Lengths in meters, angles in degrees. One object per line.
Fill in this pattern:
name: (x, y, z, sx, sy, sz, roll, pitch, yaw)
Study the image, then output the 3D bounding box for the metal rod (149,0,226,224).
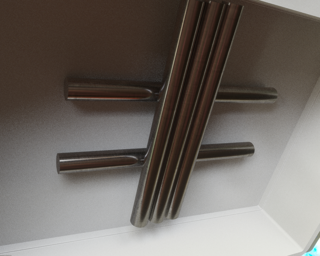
metal rod: (0.025, -0.001, 0.386, 0.025, 0.025, 0.298, -1, 119, -28)

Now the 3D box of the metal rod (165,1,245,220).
metal rod: (0.047, -0.003, 0.397, 0.025, 0.025, 0.298, -1, 119, -28)

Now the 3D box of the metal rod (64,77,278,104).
metal rod: (0.034, -0.045, 0.398, 0.303, 0.025, 0.025, -2, 119, -28)

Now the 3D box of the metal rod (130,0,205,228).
metal rod: (0.002, 0.001, 0.375, 0.025, 0.025, 0.298, -1, 119, -28)

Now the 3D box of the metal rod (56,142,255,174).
metal rod: (0.013, 0.039, 0.438, 0.303, 0.025, 0.025, -2, 119, -28)
